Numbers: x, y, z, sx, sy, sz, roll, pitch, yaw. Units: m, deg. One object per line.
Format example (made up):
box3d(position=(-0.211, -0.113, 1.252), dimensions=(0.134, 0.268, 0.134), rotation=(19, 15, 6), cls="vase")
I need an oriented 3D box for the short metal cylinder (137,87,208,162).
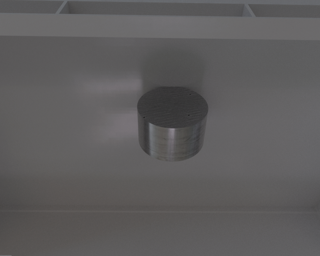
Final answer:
box3d(position=(0.014, -0.006, 0.367), dimensions=(0.080, 0.080, 0.050), rotation=(1, 130, -1), cls="short metal cylinder")
